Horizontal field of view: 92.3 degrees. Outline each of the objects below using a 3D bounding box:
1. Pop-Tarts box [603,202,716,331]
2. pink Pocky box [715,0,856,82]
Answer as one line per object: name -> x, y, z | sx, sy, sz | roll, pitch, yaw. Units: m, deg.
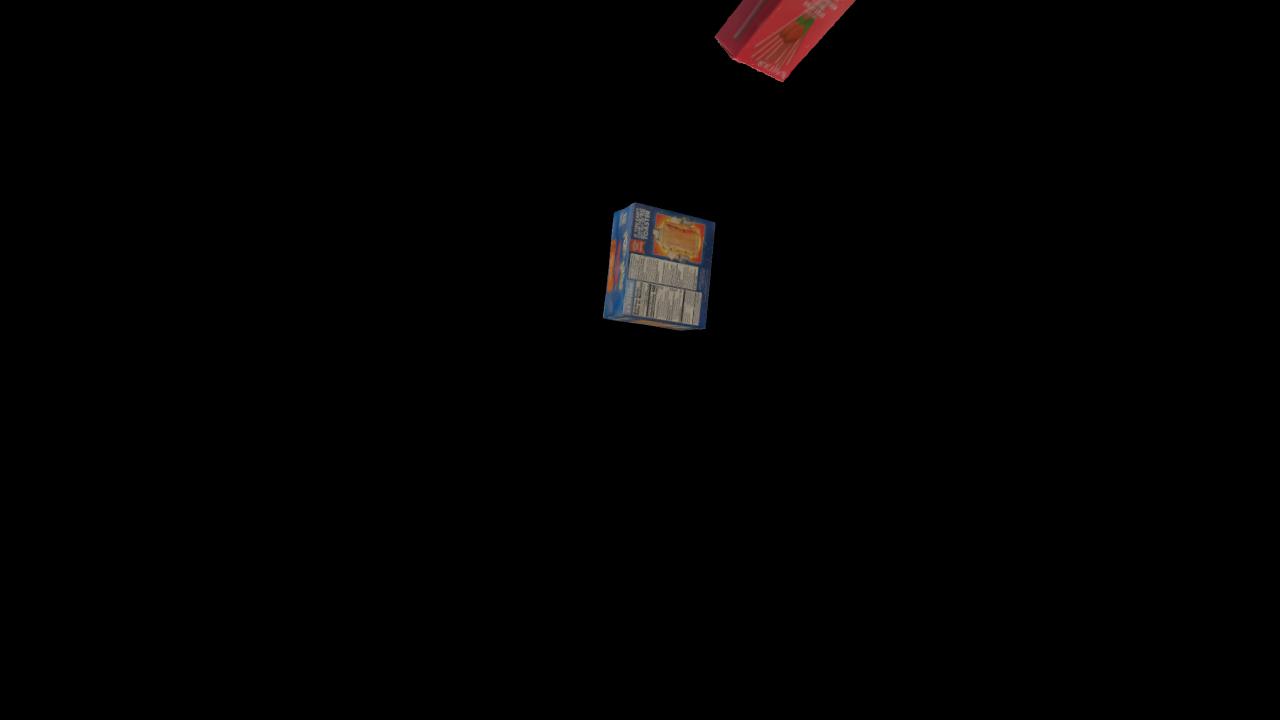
Pop-Tarts box -> 0.029, -0.136, 0.936 | 0.141, 0.167, 0.083 | 7, -4, -25
pink Pocky box -> 0.132, -0.278, 0.442 | 0.084, 0.029, 0.155 | -13, -24, -51
